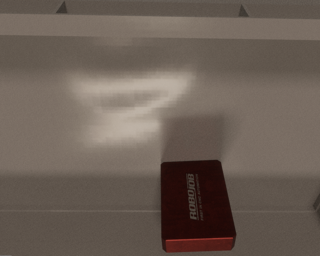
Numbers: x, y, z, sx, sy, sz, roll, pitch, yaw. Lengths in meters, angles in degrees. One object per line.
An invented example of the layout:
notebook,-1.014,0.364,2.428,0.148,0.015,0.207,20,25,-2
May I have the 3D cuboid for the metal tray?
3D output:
metal tray,0.047,0.102,0.428,0.091,0.130,0.030,-3,130,2
